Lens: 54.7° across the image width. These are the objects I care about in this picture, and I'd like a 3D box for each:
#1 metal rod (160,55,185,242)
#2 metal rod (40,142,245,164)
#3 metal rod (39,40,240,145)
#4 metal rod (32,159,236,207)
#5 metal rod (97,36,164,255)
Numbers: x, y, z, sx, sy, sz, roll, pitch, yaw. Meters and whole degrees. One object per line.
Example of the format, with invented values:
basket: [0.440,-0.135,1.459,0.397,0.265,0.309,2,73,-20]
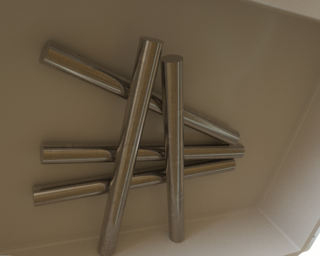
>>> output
metal rod: [0.020,0.049,0.417,0.025,0.025,0.298,-17,125,-19]
metal rod: [-0.003,0.033,0.426,0.303,0.025,0.025,2,118,-30]
metal rod: [0.001,-0.030,0.390,0.302,0.025,0.025,22,107,-37]
metal rod: [-0.018,0.071,0.442,0.303,0.025,0.025,-5,121,-26]
metal rod: [-0.042,0.041,0.377,0.025,0.025,0.298,0,119,-29]
